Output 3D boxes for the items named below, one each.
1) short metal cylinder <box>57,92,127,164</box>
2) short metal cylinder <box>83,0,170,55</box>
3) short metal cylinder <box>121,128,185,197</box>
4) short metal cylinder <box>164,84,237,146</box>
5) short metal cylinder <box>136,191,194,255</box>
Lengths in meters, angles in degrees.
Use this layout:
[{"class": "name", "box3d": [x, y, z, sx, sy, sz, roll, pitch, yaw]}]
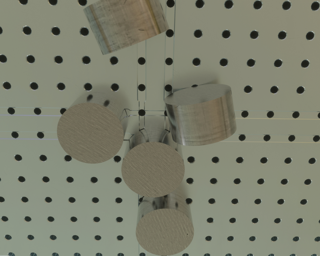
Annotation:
[{"class": "short metal cylinder", "box3d": [-0.084, -0.001, 0.399, 0.081, 0.050, 0.079, 0, 110, -1]}, {"class": "short metal cylinder", "box3d": [-0.036, -0.119, 0.340, 0.080, 0.080, 0.050, -20, 109, 7]}, {"class": "short metal cylinder", "box3d": [-0.009, 0.045, 0.417, 0.081, 0.050, 0.079, 0, 110, -1]}, {"class": "short metal cylinder", "box3d": [0.050, -0.018, 0.378, 0.080, 0.080, 0.050, -12, 110, 4]}, {"class": "short metal cylinder", "box3d": [0.007, 0.136, 0.450, 0.081, 0.050, 0.079, 0, 110, -1]}]
